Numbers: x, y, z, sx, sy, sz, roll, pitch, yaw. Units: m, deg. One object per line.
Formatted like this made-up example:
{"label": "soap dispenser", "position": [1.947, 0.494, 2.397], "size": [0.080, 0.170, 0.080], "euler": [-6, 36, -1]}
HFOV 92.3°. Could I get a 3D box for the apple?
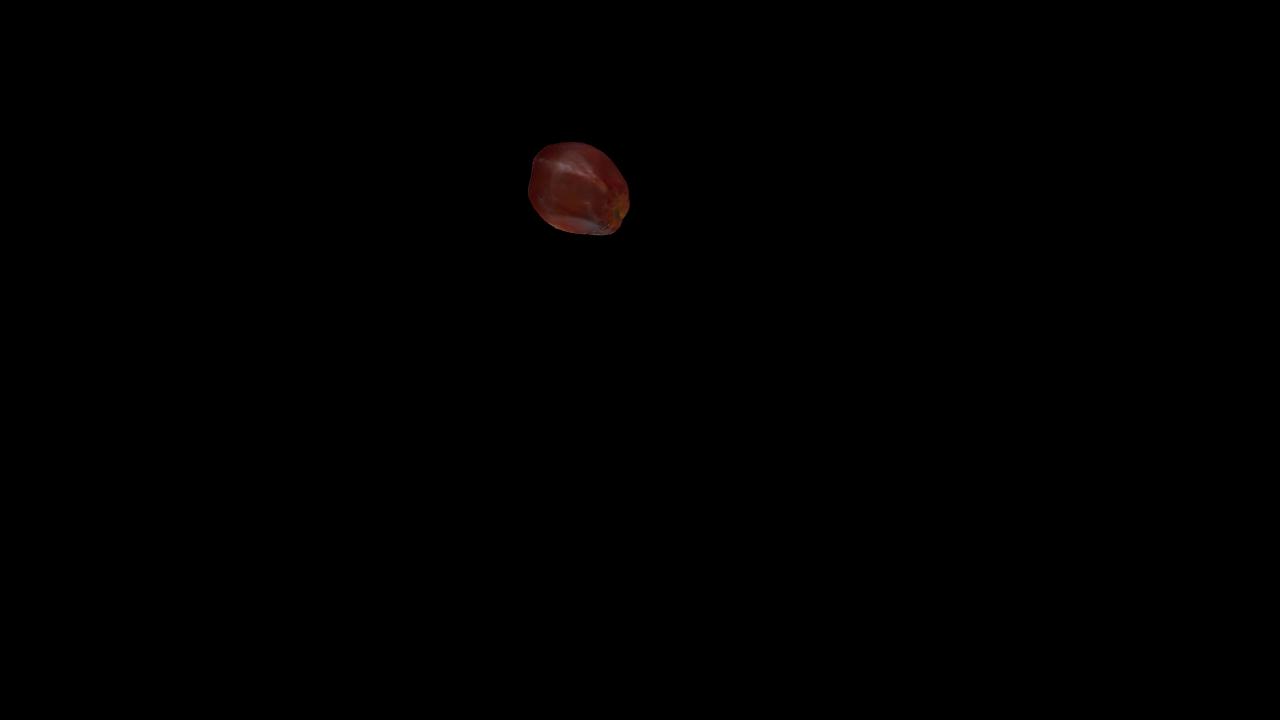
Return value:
{"label": "apple", "position": [-0.054, -0.150, 0.546], "size": [0.093, 0.079, 0.079], "euler": [29, 10, 19]}
